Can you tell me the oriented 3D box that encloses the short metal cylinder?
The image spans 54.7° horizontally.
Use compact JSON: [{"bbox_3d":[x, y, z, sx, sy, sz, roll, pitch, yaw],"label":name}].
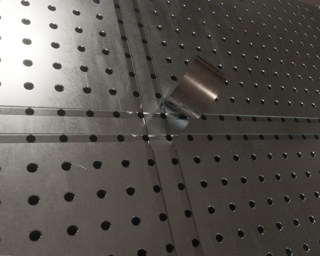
[{"bbox_3d":[0.049,-0.056,0.435,0.050,0.080,0.080,34,51,-6],"label":"short metal cylinder"}]
